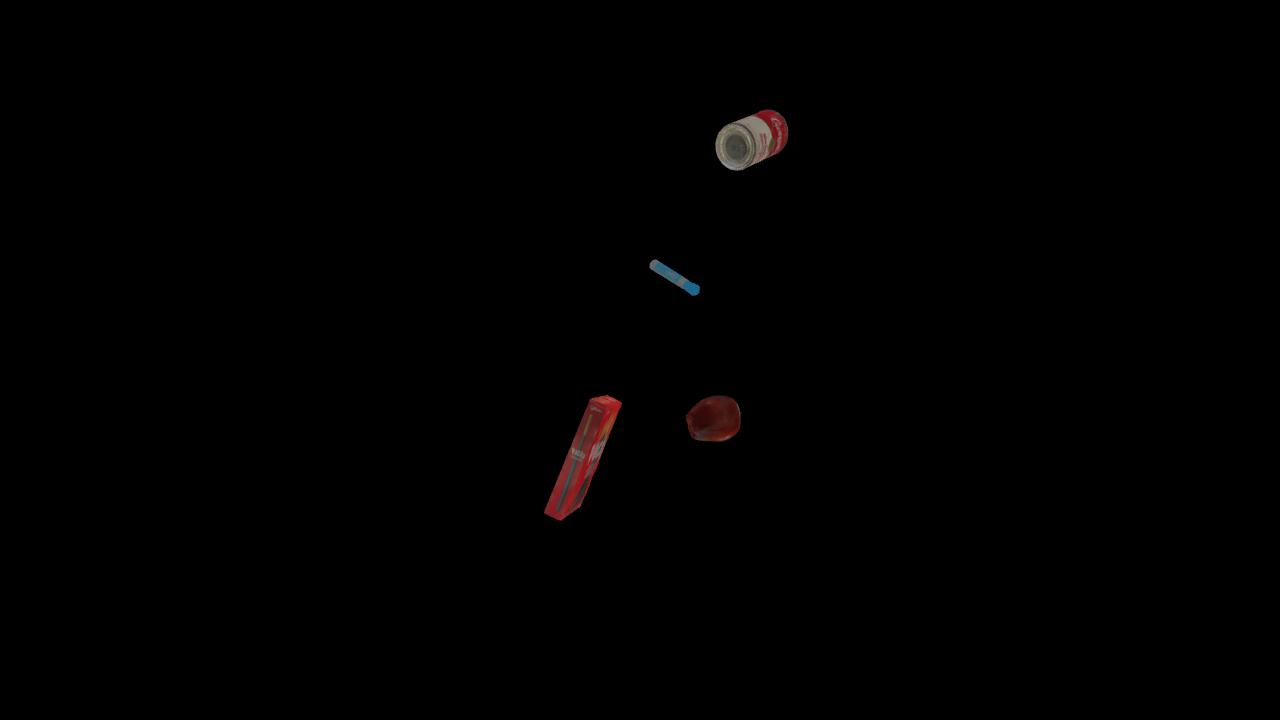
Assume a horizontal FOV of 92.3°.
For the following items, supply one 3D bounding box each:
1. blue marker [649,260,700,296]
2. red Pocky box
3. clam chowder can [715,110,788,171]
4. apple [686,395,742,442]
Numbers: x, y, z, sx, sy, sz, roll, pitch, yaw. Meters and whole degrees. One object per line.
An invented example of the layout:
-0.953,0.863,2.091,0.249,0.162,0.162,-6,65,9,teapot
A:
0.057,-0.135,1.010,0.020,0.020,0.121,0,28,-39,blue marker
-0.070,0.121,0.779,0.028,0.155,0.083,23,5,12,red Pocky box
0.164,-0.323,0.903,0.068,0.068,0.102,0,26,44,clam chowder can
0.125,0.097,1.022,0.093,0.079,0.079,-12,2,-9,apple
